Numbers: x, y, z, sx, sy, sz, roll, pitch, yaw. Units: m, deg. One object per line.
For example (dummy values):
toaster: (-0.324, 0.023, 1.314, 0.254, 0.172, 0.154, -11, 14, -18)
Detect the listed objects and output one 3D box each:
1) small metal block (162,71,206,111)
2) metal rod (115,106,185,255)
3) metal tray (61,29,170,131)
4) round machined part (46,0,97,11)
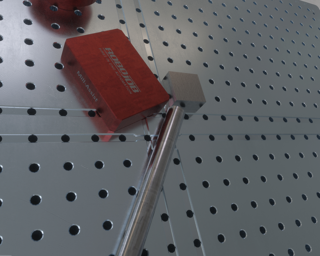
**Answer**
small metal block: (0.035, -0.055, 0.461, 0.050, 0.025, 0.050, 1, 61, -28)
metal rod: (-0.018, 0.090, 0.343, 0.025, 0.025, 0.300, 28, 52, -11)
metal tray: (-0.059, -0.069, 0.415, 0.091, 0.030, 0.130, -27, 76, -37)
round machined part: (-0.137, -0.213, 0.453, 0.099, 0.042, 0.098, 14, 56, -21)
